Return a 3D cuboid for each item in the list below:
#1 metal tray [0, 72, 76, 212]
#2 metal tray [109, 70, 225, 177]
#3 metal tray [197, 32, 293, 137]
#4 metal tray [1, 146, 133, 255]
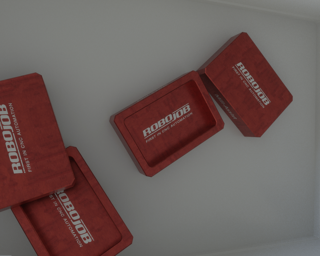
[{"bbox_3d":[-0.153,0.014,0.330,0.091,0.030,0.129,-18,79,-16],"label":"metal tray"},{"bbox_3d":[0.012,-0.007,0.411,0.131,0.030,0.090,-32,101,-17],"label":"metal tray"},{"bbox_3d":[0.126,-0.061,0.454,0.090,0.030,0.130,-45,104,-14],"label":"metal tray"},{"bbox_3d":[-0.102,0.097,0.348,0.091,0.030,0.130,-32,81,-17],"label":"metal tray"}]
